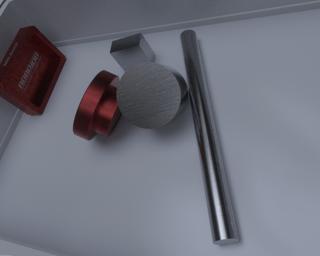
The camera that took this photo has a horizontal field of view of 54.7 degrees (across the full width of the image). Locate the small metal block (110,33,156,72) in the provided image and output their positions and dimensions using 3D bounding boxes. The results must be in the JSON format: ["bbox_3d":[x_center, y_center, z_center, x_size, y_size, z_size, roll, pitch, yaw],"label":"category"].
[{"bbox_3d":[-0.041,-0.115,0.480,0.050,0.050,0.025,-9,58,23],"label":"small metal block"}]

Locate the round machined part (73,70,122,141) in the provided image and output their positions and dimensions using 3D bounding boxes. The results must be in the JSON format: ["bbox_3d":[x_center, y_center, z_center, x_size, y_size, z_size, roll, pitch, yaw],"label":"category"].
[{"bbox_3d":[-0.076,-0.026,0.426,0.042,0.098,0.098,25,72,0],"label":"round machined part"}]

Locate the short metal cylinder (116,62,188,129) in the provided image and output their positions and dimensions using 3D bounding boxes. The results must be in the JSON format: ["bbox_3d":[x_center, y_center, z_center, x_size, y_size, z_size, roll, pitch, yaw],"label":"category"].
[{"bbox_3d":[-0.008,-0.042,0.393,0.080,0.050,0.079,2,98,15],"label":"short metal cylinder"}]

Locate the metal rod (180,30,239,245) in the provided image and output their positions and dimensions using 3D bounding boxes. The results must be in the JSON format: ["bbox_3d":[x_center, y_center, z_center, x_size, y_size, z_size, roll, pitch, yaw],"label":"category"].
[{"bbox_3d":[0.053,-0.013,0.384,0.025,0.025,0.299,-17,55,18],"label":"metal rod"}]

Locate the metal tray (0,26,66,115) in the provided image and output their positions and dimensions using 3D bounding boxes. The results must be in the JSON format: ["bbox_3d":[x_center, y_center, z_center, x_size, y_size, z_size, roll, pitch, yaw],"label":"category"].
[{"bbox_3d":[-0.224,-0.099,0.539,0.030,0.090,0.130,-1,61,28],"label":"metal tray"}]
